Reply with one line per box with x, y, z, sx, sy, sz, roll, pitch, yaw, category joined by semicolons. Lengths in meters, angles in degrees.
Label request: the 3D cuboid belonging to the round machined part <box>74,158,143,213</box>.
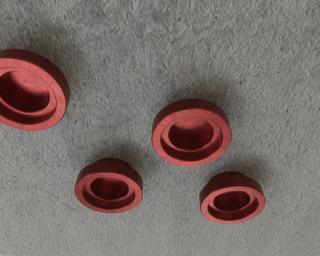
-0.075;0.083;0.465;0.099;0.042;0.097;0;130;0;round machined part

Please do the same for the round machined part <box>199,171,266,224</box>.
0.111;0.106;0.487;0.099;0.042;0.097;0;130;0;round machined part

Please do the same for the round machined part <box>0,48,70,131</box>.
-0.153;-0.047;0.355;0.099;0.042;0.097;0;130;0;round machined part

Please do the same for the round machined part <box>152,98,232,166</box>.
0.039;0.001;0.397;0.099;0.042;0.097;0;130;0;round machined part
